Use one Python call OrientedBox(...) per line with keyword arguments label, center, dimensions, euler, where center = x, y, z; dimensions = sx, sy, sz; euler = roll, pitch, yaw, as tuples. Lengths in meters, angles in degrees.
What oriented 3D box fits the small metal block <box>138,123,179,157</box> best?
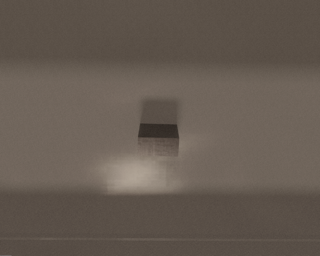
OrientedBox(label="small metal block", center=(-0.002, 0.015, 0.403), dimensions=(0.050, 0.050, 0.025), euler=(2, 110, -1))
